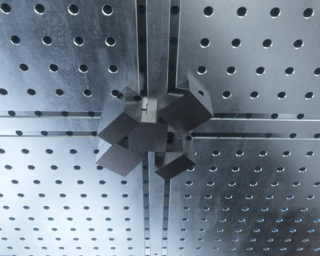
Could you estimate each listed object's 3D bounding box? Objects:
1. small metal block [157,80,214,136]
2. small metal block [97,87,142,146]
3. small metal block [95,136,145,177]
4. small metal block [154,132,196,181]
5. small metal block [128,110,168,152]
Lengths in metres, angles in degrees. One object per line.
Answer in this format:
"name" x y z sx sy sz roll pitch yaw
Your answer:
"small metal block" 0.032 -0.024 0.391 0.050 0.025 0.050 -32 123 25
"small metal block" -0.049 -0.014 0.382 0.025 0.050 0.050 36 122 -27
"small metal block" -0.056 0.038 0.443 0.050 0.025 0.050 30 123 -24
"small metal block" 0.020 0.037 0.426 0.050 0.050 0.025 -35 122 25
"small metal block" -0.016 0.004 0.414 0.050 0.025 0.050 3 129 -2
